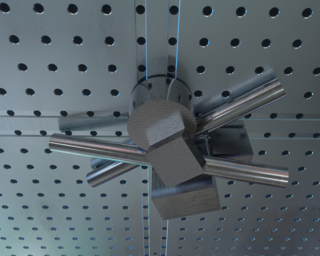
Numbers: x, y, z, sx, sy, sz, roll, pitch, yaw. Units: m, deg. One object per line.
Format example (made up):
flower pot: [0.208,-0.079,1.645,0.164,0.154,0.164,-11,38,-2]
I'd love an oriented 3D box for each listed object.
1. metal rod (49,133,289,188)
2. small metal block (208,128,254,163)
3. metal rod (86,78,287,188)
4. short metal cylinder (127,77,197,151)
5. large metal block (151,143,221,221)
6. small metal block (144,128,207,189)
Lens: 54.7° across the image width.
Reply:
metal rod: [0.003,0.039,0.394,0.301,0.025,0.025,8,131,10]
small metal block: [0.092,0.026,0.414,0.050,0.050,0.025,1,130,0]
metal rod: [0.021,0.015,0.421,0.300,0.025,0.025,-27,125,21]
short metal cylinder: [0.002,-0.015,0.377,0.081,0.050,0.079,0,129,0]
large metal block: [0.035,0.074,0.433,0.080,0.080,0.050,-14,129,11]
small metal block: [0.019,0.036,0.361,0.050,0.025,0.050,-28,102,22]
